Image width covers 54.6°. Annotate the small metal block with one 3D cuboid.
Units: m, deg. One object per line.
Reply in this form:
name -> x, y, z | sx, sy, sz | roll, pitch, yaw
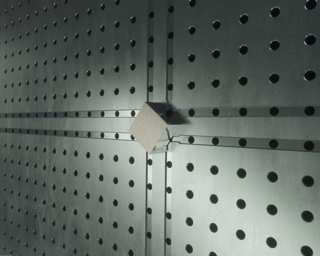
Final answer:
small metal block -> -0.009, 0.000, 0.418 | 0.050, 0.025, 0.050 | 46, 118, 30
